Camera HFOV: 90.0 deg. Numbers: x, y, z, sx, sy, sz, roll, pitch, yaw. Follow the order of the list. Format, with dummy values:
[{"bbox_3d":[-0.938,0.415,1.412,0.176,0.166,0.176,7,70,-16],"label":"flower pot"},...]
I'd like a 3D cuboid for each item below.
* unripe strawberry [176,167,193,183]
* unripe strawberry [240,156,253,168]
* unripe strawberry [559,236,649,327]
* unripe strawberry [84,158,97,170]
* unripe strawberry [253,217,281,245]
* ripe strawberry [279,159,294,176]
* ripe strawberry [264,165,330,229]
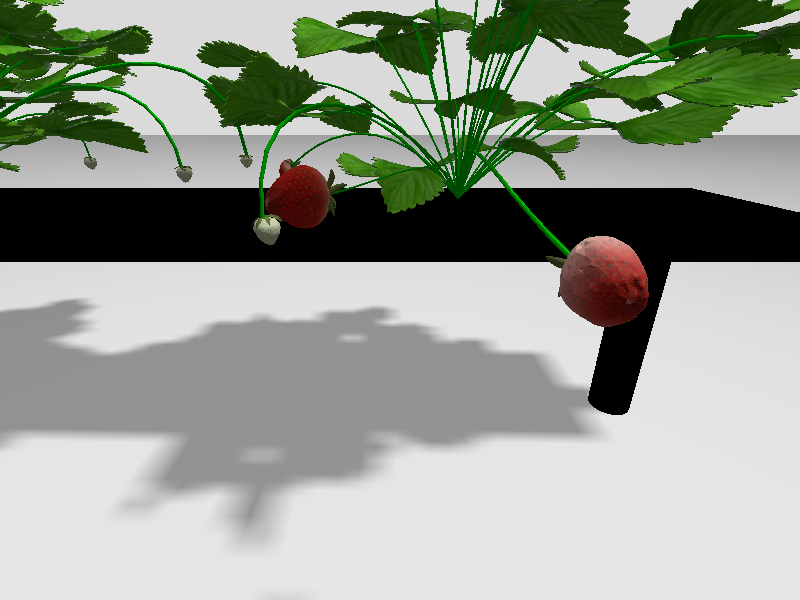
[{"bbox_3d":[-0.165,-0.096,0.307,0.011,0.011,0.010,3,24,7],"label":"unripe strawberry"},{"bbox_3d":[-0.132,-0.119,0.345,0.010,0.010,0.011,-1,24,-3],"label":"unripe strawberry"},{"bbox_3d":[0.063,-0.005,0.122,0.025,0.028,0.027,-1,25,-3],"label":"unripe strawberry"},{"bbox_3d":[-0.396,-0.174,0.512,0.013,0.014,0.014,1,24,1],"label":"unripe strawberry"},{"bbox_3d":[-0.066,-0.034,0.199,0.013,0.014,0.014,17,29,33],"label":"unripe strawberry"},{"bbox_3d":[-0.120,-0.138,0.431,0.022,0.022,0.020,-28,4,38],"label":"ripe strawberry"},{"bbox_3d":[-0.063,-0.062,0.243,0.039,0.038,0.036,-21,31,-38],"label":"ripe strawberry"}]
